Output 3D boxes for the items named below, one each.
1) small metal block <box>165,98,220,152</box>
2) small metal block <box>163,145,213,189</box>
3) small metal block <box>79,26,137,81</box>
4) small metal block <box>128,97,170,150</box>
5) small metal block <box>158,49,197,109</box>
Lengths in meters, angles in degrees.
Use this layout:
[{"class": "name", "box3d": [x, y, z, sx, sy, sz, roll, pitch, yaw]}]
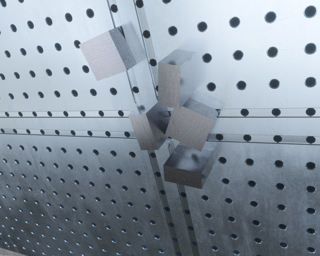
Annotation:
[{"class": "small metal block", "box3d": [0.040, -0.006, 0.386, 0.050, 0.025, 0.050, 25, 127, 11]}, {"class": "small metal block", "box3d": [0.038, 0.049, 0.404, 0.050, 0.050, 0.025, 9, 122, 23]}, {"class": "small metal block", "box3d": [-0.065, -0.092, 0.387, 0.050, 0.025, 0.050, -12, 113, 33]}, {"class": "small metal block", "box3d": [-0.010, -0.006, 0.395, 0.025, 0.050, 0.050, -4, 117, 30]}, {"class": "small metal block", "box3d": [0.020, -0.056, 0.349, 0.025, 0.050, 0.050, 13, 124, 20]}]
